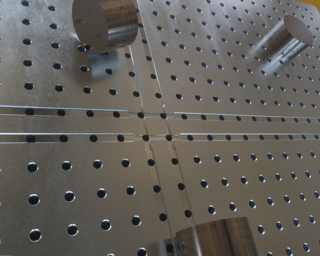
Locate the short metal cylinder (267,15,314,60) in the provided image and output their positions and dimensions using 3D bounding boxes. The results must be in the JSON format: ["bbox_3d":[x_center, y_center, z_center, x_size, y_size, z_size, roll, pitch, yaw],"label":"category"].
[{"bbox_3d":[0.278,-0.194,0.664,0.081,0.050,0.080,14,56,-21],"label":"short metal cylinder"}]

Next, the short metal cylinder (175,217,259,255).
[{"bbox_3d":[0.061,0.130,0.328,0.081,0.080,0.050,2,61,-27],"label":"short metal cylinder"}]

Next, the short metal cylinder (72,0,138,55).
[{"bbox_3d":[-0.075,-0.146,0.422,0.050,0.080,0.080,-28,78,-38],"label":"short metal cylinder"}]
